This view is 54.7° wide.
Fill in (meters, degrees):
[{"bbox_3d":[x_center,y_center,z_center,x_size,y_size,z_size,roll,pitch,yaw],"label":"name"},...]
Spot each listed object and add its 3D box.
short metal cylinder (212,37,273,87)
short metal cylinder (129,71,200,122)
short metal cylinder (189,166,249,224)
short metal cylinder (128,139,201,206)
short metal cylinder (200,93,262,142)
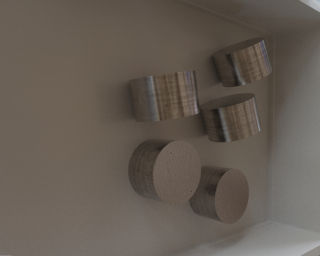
[{"bbox_3d":[0.128,-0.102,0.481,0.081,0.080,0.050,-34,112,-35],"label":"short metal cylinder"},{"bbox_3d":[0.006,-0.039,0.378,0.081,0.080,0.050,-15,100,-39],"label":"short metal cylinder"},{"bbox_3d":[0.090,0.099,0.469,0.081,0.050,0.079,0,90,-40],"label":"short metal cylinder"},{"bbox_3d":[0.007,0.055,0.398,0.081,0.050,0.079,0,90,-40],"label":"short metal cylinder"},{"bbox_3d":[0.105,-0.017,0.462,0.081,0.080,0.050,-26,107,-37],"label":"short metal cylinder"}]
